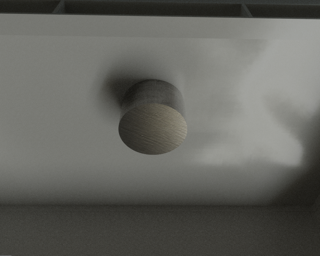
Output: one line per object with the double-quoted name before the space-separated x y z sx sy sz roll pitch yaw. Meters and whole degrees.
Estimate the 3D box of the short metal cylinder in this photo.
"short metal cylinder" -0.008 -0.013 0.382 0.081 0.050 0.079 0 130 0
